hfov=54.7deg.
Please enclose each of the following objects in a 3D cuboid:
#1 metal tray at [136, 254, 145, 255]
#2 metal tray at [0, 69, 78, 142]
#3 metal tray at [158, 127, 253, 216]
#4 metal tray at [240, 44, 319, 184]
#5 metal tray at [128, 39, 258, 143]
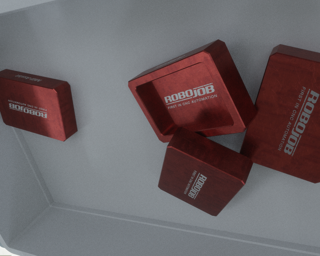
[{"bbox_3d":[-0.009,0.312,0.605,0.090,0.030,0.129,13,124,21],"label":"metal tray"},{"bbox_3d":[-0.197,-0.037,0.487,0.130,0.030,0.089,13,124,20],"label":"metal tray"},{"bbox_3d":[0.049,0.060,0.385,0.090,0.030,0.129,25,150,9],"label":"metal tray"},{"bbox_3d":[0.144,-0.012,0.322,0.090,0.030,0.129,19,126,17],"label":"metal tray"},{"bbox_3d":[0.031,-0.033,0.347,0.130,0.030,0.090,-11,114,49],"label":"metal tray"}]
